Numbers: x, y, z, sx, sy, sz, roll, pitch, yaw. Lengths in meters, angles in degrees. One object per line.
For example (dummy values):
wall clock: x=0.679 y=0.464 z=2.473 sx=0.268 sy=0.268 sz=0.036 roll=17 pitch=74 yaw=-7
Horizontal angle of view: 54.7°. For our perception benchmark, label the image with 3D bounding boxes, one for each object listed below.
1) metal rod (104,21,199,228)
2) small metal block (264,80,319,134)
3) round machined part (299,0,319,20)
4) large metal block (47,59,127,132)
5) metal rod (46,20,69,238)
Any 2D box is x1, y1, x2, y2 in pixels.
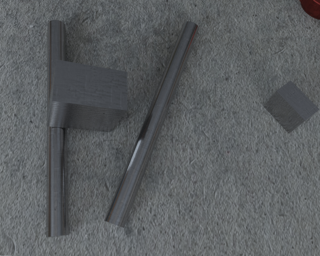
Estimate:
metal rod: x=-0.004 y=-0.019 z=0.414 sx=0.025 sy=0.025 sz=0.300 roll=19 pitch=71 yaw=6
small metal block: x=0.171 y=-0.026 z=0.407 sx=0.025 sy=0.050 sz=0.050 roll=-35 pitch=74 yaw=-12
round machined part: x=0.260 y=-0.207 z=0.478 sx=0.099 sy=0.042 sz=0.098 roll=0 pitch=70 yaw=-1
large metal block: x=-0.090 y=-0.034 z=0.378 sx=0.081 sy=0.080 sz=0.050 roll=6 pitch=69 yaw=-22
metal rod: x=-0.137 y=-0.013 z=0.411 sx=0.025 sy=0.025 sz=0.299 roll=-6 pitch=70 yaw=-3
